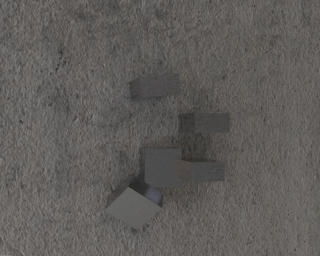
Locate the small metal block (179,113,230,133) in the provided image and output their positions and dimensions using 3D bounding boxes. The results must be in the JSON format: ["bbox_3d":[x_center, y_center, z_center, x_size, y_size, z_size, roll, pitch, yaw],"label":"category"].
[{"bbox_3d":[0.058,-0.006,0.417,0.050,0.050,0.025,0,90,-20],"label":"small metal block"}]

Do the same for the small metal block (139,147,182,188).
[{"bbox_3d":[0.000,0.051,0.409,0.050,0.025,0.050,1,90,-20],"label":"small metal block"}]

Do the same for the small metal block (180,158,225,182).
[{"bbox_3d":[0.052,0.055,0.415,0.050,0.050,0.025,2,90,-20],"label":"small metal block"}]

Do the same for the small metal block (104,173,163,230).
[{"bbox_3d":[-0.032,0.092,0.384,0.050,0.025,0.050,36,115,-17],"label":"small metal block"}]

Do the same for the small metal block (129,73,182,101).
[{"bbox_3d":[-0.007,-0.051,0.393,0.050,0.050,0.025,-9,94,-20],"label":"small metal block"}]
